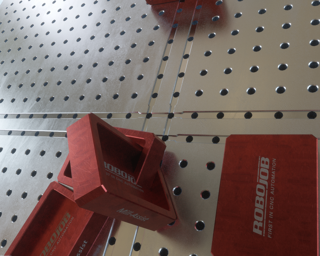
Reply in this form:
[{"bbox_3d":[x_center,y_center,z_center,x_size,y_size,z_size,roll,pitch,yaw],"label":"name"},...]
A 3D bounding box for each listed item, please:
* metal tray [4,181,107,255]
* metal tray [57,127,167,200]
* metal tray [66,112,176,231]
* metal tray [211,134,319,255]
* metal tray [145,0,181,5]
[{"bbox_3d":[-0.134,0.142,0.386,0.090,0.030,0.130,18,71,34],"label":"metal tray"},{"bbox_3d":[-0.065,0.045,0.400,0.130,0.030,0.090,8,69,36],"label":"metal tray"},{"bbox_3d":[-0.037,0.050,0.327,0.030,0.130,0.090,-32,52,15],"label":"metal tray"},{"bbox_3d":[0.106,0.070,0.306,0.090,0.030,0.130,-1,61,27],"label":"metal tray"},{"bbox_3d":[0.021,-0.257,0.511,0.130,0.090,0.030,3,63,29],"label":"metal tray"}]
